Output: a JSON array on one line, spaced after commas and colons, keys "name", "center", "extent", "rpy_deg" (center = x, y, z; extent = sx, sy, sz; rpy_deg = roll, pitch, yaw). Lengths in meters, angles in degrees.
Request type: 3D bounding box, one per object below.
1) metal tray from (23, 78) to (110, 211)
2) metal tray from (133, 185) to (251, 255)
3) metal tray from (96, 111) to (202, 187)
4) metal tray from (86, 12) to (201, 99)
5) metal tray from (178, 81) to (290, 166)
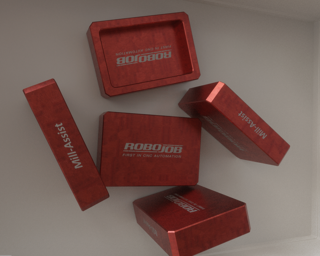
[{"name": "metal tray", "center": [-0.103, 0.017, 0.336], "extent": [0.030, 0.090, 0.129], "rpy_deg": [-26, 99, -19]}, {"name": "metal tray", "center": [0.030, 0.101, 0.364], "extent": [0.091, 0.130, 0.030], "rpy_deg": [-13, 95, -20]}, {"name": "metal tray", "center": [-0.013, 0.028, 0.401], "extent": [0.131, 0.030, 0.089], "rpy_deg": [4, 89, -21]}, {"name": "metal tray", "center": [-0.019, -0.095, 0.400], "extent": [0.131, 0.030, 0.089], "rpy_deg": [-14, 95, -20]}, {"name": "metal tray", "center": [0.095, -0.004, 0.410], "extent": [0.130, 0.090, 0.030], "rpy_deg": [39, 78, -16]}]
